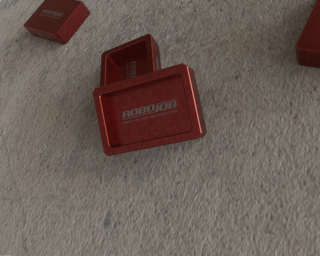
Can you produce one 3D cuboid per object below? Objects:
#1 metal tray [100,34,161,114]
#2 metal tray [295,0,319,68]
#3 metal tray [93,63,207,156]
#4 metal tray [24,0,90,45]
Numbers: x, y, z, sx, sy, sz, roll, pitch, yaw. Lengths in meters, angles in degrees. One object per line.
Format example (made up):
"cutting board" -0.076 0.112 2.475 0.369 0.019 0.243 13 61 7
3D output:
"metal tray" -0.044 -0.074 0.467 0.090 0.030 0.130 -17 55 18
"metal tray" 0.226 -0.127 0.360 0.090 0.030 0.130 18 71 34
"metal tray" -0.015 -0.020 0.391 0.130 0.030 0.089 -12 87 20
"metal tray" -0.219 -0.229 0.653 0.130 0.030 0.090 23 74 36
